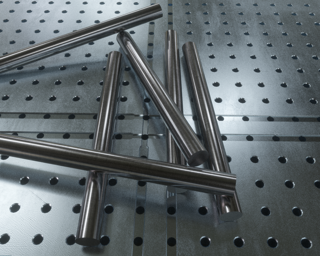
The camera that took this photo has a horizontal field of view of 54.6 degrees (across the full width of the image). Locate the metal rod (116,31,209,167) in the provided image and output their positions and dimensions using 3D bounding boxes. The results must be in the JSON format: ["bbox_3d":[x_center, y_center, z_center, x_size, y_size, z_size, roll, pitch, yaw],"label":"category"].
[{"bbox_3d":[-0.011,-0.062,0.437,0.025,0.025,0.300,-16,45,-13],"label":"metal rod"}]

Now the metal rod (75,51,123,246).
[{"bbox_3d":[-0.072,0.000,0.407,0.025,0.025,0.300,0,50,0],"label":"metal rod"}]

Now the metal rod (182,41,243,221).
[{"bbox_3d":[0.062,-0.020,0.425,0.025,0.025,0.300,-4,50,-3],"label":"metal rod"}]

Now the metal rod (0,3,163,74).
[{"bbox_3d":[-0.137,-0.147,0.510,0.302,0.025,0.025,-23,54,-11],"label":"metal rod"}]

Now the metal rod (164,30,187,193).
[{"bbox_3d":[0.020,-0.047,0.447,0.025,0.025,0.300,0,50,0],"label":"metal rod"}]

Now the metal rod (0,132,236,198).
[{"bbox_3d":[-0.070,0.036,0.342,0.301,0.025,0.025,9,51,8],"label":"metal rod"}]
